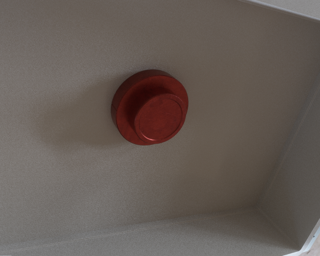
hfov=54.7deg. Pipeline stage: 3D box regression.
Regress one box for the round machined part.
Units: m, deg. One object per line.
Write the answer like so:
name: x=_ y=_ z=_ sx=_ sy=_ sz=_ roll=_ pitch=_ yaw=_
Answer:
round machined part: x=-0.007 y=-0.019 z=0.383 sx=0.099 sy=0.042 sz=0.097 roll=-14 pitch=125 yaw=-21
